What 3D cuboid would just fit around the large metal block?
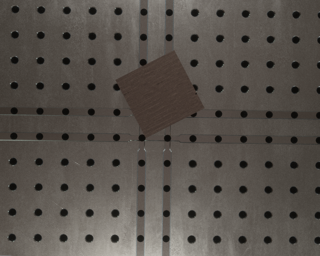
[{"bbox_3d":[0.000,-0.041,0.401,0.080,0.050,0.080,-27,90,0],"label":"large metal block"}]
